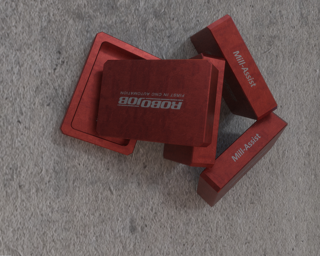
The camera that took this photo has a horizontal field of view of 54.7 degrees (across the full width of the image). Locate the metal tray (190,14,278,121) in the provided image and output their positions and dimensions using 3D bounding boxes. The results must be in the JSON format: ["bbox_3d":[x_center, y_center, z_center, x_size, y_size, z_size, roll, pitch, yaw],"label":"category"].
[{"bbox_3d":[0.094,-0.076,0.409,0.030,0.090,0.130,-32,101,-3],"label":"metal tray"}]

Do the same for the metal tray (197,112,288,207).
[{"bbox_3d":[0.107,0.043,0.417,0.130,0.090,0.030,-40,68,-15],"label":"metal tray"}]

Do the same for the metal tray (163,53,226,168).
[{"bbox_3d":[0.040,-0.020,0.392,0.030,0.090,0.129,7,88,-20],"label":"metal tray"}]

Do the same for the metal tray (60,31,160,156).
[{"bbox_3d":[-0.059,-0.041,0.387,0.091,0.030,0.129,21,83,-19],"label":"metal tray"}]

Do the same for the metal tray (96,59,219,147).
[{"bbox_3d":[-0.005,-0.029,0.349,0.130,0.030,0.089,5,88,24],"label":"metal tray"}]
